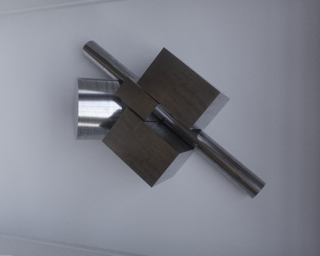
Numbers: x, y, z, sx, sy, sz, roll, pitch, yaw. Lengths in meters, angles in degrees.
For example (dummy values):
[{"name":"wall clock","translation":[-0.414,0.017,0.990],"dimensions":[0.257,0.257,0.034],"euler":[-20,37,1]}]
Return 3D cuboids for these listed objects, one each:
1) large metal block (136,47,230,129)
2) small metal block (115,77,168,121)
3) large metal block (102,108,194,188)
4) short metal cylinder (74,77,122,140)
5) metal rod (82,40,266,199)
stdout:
[{"name":"large metal block","translation":[0.031,-0.043,0.369],"dimensions":[0.080,0.080,0.050],"euler":[42,103,15]},{"name":"small metal block","translation":[-0.019,-0.034,0.377],"dimensions":[0.050,0.050,0.025],"euler":[42,103,14]},{"name":"large metal block","translation":[-0.010,0.021,0.383],"dimensions":[0.080,0.080,0.050],"euler":[41,103,15]},{"name":"short metal cylinder","translation":[-0.083,-0.024,0.402],"dimensions":[0.050,0.080,0.079],"euler":[1,90,-20]},{"name":"metal rod","translation":[0.008,-0.020,0.406],"dimensions":[0.300,0.025,0.025],"euler":[41,103,15]}]
